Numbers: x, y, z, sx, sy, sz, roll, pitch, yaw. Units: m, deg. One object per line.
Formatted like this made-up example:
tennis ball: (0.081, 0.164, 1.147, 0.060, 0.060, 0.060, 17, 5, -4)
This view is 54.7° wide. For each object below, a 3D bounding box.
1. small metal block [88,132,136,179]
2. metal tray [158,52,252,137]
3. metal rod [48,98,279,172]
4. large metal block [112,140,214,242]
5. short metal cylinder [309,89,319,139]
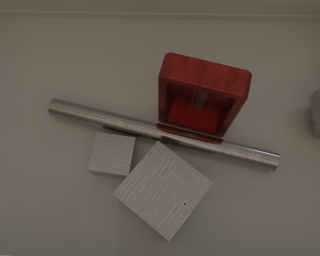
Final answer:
small metal block: (-0.059, 0.036, 0.396, 0.050, 0.025, 0.050, 8, 70, 2)
metal tray: (0.045, -0.032, 0.366, 0.090, 0.130, 0.030, 14, 71, 5)
metal rod: (0.002, 0.008, 0.406, 0.302, 0.025, 0.025, 14, 71, 4)
large metal block: (0.004, 0.076, 0.369, 0.080, 0.050, 0.080, 37, 74, 12)
short metal cylinder: (0.236, -0.020, 0.391, 0.081, 0.080, 0.050, 1, 70, 0)
